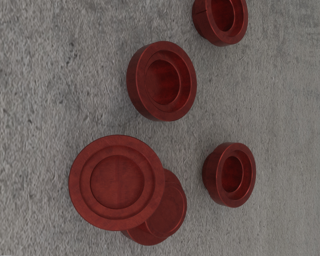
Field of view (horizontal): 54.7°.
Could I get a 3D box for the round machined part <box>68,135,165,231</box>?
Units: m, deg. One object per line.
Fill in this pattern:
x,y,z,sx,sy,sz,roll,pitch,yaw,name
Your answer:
-0.047,0.059,0.336,0.099,0.042,0.098,3,77,-11,round machined part

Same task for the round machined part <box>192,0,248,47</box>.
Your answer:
0.086,-0.171,0.465,0.099,0.042,0.097,0,90,-40,round machined part

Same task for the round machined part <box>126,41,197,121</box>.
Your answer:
-0.002,-0.057,0.391,0.099,0.042,0.097,0,90,-40,round machined part

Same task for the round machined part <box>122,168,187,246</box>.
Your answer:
-0.004,0.099,0.390,0.099,0.042,0.097,0,90,-40,round machined part

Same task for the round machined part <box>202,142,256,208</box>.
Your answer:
0.103,0.070,0.480,0.099,0.042,0.097,0,90,-40,round machined part
